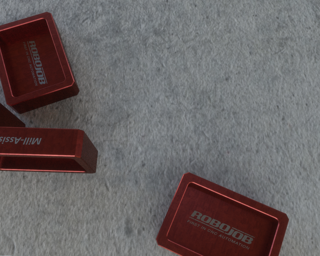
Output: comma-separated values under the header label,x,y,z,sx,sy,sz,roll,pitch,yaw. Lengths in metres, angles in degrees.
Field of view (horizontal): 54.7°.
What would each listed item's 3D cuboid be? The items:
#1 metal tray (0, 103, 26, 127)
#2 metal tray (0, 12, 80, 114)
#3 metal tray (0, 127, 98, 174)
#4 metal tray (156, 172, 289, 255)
label,x,y,z,sx,sy,sz,roll,pitch,yaw
metal tray,-0.245,-0.002,0.371,0.131,0.090,0.030,-3,70,-2
metal tray,-0.178,-0.094,0.437,0.091,0.030,0.130,-20,71,-8
metal tray,-0.146,0.028,0.361,0.131,0.090,0.030,2,70,0
metal tray,0.071,0.119,0.362,0.130,0.030,0.090,23,71,7
